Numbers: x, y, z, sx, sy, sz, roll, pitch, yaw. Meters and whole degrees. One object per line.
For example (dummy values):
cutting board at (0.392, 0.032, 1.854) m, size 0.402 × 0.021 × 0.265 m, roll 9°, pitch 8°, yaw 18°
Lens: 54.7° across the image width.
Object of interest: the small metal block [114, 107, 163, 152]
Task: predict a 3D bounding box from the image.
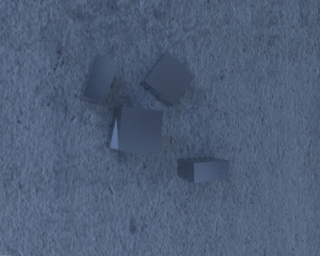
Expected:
small metal block at (-0.026, 0.002, 0.374) m, size 0.050 × 0.025 × 0.050 m, roll 5°, pitch 89°, yaw -20°

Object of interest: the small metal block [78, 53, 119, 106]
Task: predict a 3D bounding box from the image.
small metal block at (-0.074, -0.056, 0.369) m, size 0.025 × 0.050 × 0.050 m, roll 19°, pitch 84°, yaw -20°

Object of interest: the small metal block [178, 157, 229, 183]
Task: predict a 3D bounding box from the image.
small metal block at (0.057, 0.055, 0.418) m, size 0.050 × 0.050 × 0.025 m, roll -2°, pitch 91°, yaw -20°

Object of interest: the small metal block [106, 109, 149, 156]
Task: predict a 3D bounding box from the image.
small metal block at (-0.037, 0.006, 0.396) m, size 0.050 × 0.025 × 0.050 m, roll 14°, pitch 85°, yaw -20°

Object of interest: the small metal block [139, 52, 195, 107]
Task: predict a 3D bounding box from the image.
small metal block at (0.010, -0.064, 0.414) m, size 0.050 × 0.025 × 0.050 m, roll 39°, pitch 77°, yaw -16°
